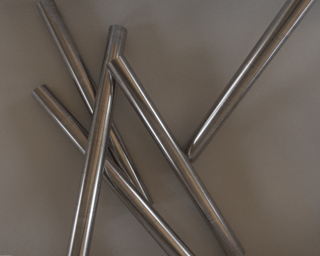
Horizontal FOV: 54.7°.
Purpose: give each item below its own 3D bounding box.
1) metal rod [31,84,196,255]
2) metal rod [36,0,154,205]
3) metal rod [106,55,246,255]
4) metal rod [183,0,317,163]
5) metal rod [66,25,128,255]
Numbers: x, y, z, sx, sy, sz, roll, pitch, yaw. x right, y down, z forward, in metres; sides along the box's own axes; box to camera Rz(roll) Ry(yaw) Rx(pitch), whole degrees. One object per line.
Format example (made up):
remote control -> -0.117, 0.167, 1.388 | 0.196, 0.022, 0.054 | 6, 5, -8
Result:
metal rod -> -0.059, 0.061, 0.390 | 0.025, 0.025, 0.300 | -42, 82, 0
metal rod -> -0.085, -0.030, 0.410 | 0.025, 0.025, 0.299 | -26, 90, 0
metal rod -> 0.024, 0.044, 0.393 | 0.025, 0.025, 0.299 | -32, 98, 0
metal rod -> 0.110, -0.075, 0.351 | 0.025, 0.025, 0.298 | 32, 115, -1
metal rod -> -0.074, 0.013, 0.373 | 0.025, 0.025, 0.299 | 8, 75, -1
